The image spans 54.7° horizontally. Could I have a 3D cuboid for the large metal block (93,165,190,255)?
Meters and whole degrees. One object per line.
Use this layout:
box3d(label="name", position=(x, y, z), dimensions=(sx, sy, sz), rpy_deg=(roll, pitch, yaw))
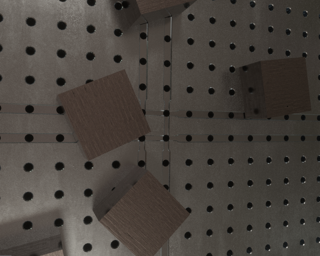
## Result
box3d(label="large metal block", position=(-0.024, 0.107, 0.392), dimensions=(0.080, 0.050, 0.080), rpy_deg=(-45, 105, -15))

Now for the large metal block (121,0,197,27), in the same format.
box3d(label="large metal block", position=(-0.009, -0.186, 0.397), dimensions=(0.081, 0.050, 0.080), rpy_deg=(-23, 98, -19))

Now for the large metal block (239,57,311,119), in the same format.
box3d(label="large metal block", position=(0.172, -0.059, 0.465), dimensions=(0.081, 0.050, 0.079), rpy_deg=(-9, 93, -20))

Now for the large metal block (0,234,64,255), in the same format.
box3d(label="large metal block", position=(-0.145, 0.177, 0.346), dimensions=(0.081, 0.050, 0.079), rpy_deg=(-10, 94, -20))

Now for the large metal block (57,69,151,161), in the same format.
box3d(label="large metal block", position=(-0.069, -0.016, 0.375), dimensions=(0.081, 0.050, 0.080), rpy_deg=(-25, 99, -19))
